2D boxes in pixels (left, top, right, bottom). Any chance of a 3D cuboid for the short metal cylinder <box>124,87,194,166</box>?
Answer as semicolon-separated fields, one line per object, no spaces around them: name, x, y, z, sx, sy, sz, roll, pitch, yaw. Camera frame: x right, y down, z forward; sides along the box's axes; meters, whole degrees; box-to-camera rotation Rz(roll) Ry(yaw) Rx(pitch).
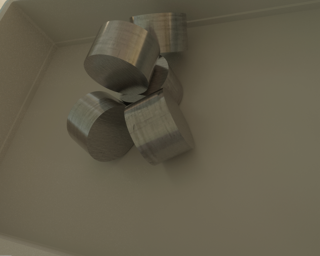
short metal cylinder;0.001;-0.002;0.369;0.050;0.080;0.080;-26;53;13

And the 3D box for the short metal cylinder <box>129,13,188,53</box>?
short metal cylinder;-0.001;-0.133;0.443;0.080;0.080;0.050;4;106;30

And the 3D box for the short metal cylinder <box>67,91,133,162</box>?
short metal cylinder;-0.074;-0.002;0.408;0.050;0.080;0.080;33;80;38

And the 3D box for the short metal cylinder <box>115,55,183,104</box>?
short metal cylinder;-0.015;-0.056;0.429;0.080;0.050;0.080;-13;56;21

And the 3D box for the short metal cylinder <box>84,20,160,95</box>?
short metal cylinder;-0.045;-0.083;0.379;0.080;0.080;0.050;3;64;30
